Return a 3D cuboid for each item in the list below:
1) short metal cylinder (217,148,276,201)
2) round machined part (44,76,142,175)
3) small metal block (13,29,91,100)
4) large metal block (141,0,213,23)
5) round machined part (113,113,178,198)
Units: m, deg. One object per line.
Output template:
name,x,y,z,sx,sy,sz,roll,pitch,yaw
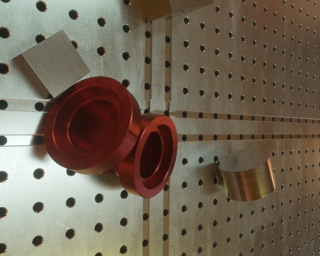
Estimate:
short metal cylinder,0.136,0.072,0.487,0.081,0.080,0.050,-28,108,-36
round machined part,-0.063,0.000,0.315,0.042,0.098,0.098,47,59,-59
small metal block,-0.109,-0.064,0.317,0.050,0.025,0.050,-46,118,-30
large metal block,0.016,-0.191,0.406,0.081,0.050,0.080,-28,108,-36
round machined part,-0.020,0.030,0.367,0.099,0.042,0.097,-29,124,-55
